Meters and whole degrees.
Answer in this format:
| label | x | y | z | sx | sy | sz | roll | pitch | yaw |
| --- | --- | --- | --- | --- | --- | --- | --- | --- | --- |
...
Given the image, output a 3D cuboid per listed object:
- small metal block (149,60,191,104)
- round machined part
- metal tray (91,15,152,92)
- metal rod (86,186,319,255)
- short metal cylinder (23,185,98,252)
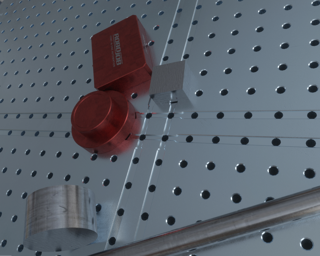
| label | x | y | z | sx | sy | sz | roll | pitch | yaw |
| --- | --- | --- | --- | --- | --- | --- | --- | --- | --- |
| small metal block | 0.015 | -0.064 | 0.439 | 0.050 | 0.025 | 0.050 | -7 | 59 | 24 |
| round machined part | -0.090 | -0.015 | 0.452 | 0.098 | 0.042 | 0.098 | -13 | 56 | 20 |
| metal tray | -0.065 | -0.120 | 0.511 | 0.090 | 0.030 | 0.130 | -22 | 54 | 14 |
| metal rod | 0.033 | 0.113 | 0.320 | 0.301 | 0.025 | 0.025 | -22 | 54 | 14 |
| short metal cylinder | -0.116 | 0.108 | 0.366 | 0.080 | 0.080 | 0.050 | -23 | 54 | 14 |
